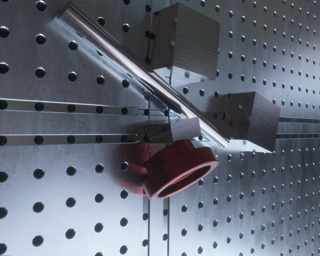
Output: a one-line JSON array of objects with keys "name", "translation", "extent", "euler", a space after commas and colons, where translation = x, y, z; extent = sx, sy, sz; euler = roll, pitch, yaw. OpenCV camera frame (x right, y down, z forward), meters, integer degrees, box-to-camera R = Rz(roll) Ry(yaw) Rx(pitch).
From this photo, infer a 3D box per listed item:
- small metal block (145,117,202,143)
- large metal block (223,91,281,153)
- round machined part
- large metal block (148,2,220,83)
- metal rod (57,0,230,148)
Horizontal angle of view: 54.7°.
[{"name": "small metal block", "translation": [0.017, 0.003, 0.407], "extent": [0.050, 0.050, 0.025], "euler": [-13, 96, -39]}, {"name": "large metal block", "translation": [0.154, -0.008, 0.522], "extent": [0.080, 0.050, 0.080], "euler": [22, 76, -38]}, {"name": "round machined part", "translation": [0.021, 0.050, 0.392], "extent": [0.099, 0.097, 0.042], "euler": [-12, 63, -39]}, {"name": "large metal block", "translation": [0.034, -0.110, 0.421], "extent": [0.081, 0.050, 0.080], "euler": [8, 85, -40]}, {"name": "metal rod", "translation": [0.001, -0.051, 0.409], "extent": [0.301, 0.025, 0.025], "euler": [36, 68, -34]}]
